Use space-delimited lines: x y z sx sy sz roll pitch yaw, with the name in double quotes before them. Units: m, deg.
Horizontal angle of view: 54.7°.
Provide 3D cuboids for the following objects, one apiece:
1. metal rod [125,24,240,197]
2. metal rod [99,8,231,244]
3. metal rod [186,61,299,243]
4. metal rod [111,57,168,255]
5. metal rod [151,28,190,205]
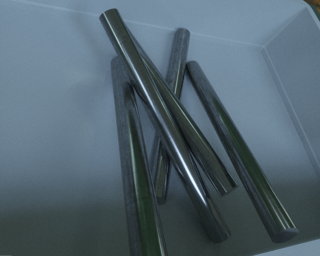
"metal rod" 0.005 -0.044 0.408 0.025 0.025 0.299 -15 61 -35
"metal rod" 0.006 -0.003 0.370 0.025 0.025 0.299 -27 89 -37
"metal rod" 0.081 -0.001 0.385 0.025 0.025 0.300 11 36 -23
"metal rod" -0.031 0.001 0.316 0.025 0.025 0.300 13 33 -21
"metal rod" 0.017 -0.038 0.439 0.025 0.025 0.300 22 53 -16
